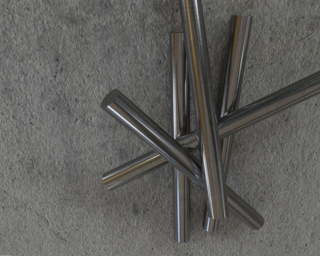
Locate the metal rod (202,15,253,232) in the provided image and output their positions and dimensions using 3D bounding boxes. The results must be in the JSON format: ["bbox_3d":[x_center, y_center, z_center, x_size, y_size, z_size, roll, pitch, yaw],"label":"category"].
[{"bbox_3d":[0.086,0.008,0.413,0.025,0.025,0.298,4,110,-2],"label":"metal rod"}]

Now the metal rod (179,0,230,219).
[{"bbox_3d":[0.048,-0.044,0.354,0.025,0.025,0.298,-8,95,3],"label":"metal rod"}]

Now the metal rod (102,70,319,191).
[{"bbox_3d":[0.065,0.006,0.384,0.301,0.025,0.025,-26,108,9],"label":"metal rod"}]

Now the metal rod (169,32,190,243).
[{"bbox_3d":[0.028,0.026,0.419,0.025,0.025,0.298,-2,110,0],"label":"metal rod"}]

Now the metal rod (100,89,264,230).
[{"bbox_3d":[0.047,0.055,0.384,0.025,0.025,0.300,-41,122,13],"label":"metal rod"}]
